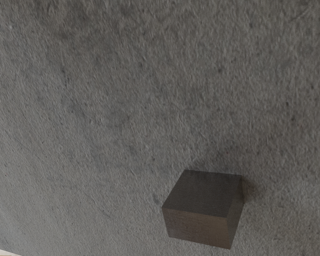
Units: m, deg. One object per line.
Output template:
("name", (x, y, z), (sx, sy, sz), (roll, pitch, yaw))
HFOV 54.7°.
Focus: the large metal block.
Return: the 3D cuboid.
("large metal block", (0.059, 0.101, 0.402), (0.080, 0.080, 0.050), (2, 119, 27))
